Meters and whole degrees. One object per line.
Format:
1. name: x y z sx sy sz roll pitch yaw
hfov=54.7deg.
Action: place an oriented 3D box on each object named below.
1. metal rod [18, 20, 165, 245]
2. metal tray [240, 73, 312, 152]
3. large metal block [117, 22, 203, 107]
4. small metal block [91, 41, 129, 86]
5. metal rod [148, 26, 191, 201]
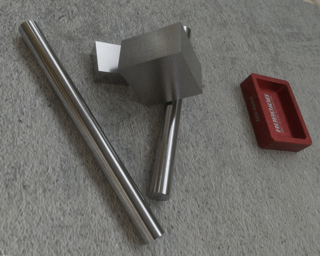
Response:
1. metal rod: -0.086 -0.004 0.361 0.025 0.025 0.299 -24 75 -37
2. metal tray: 0.195 -0.027 0.524 0.091 0.030 0.130 7 59 -25
3. large metal block: 0.003 -0.078 0.398 0.080 0.080 0.050 51 34 -51
4. small metal block: -0.065 -0.087 0.423 0.050 0.025 0.050 3 60 -27
5. metal rod: 0.020 -0.042 0.441 0.025 0.025 0.300 21 54 -16
